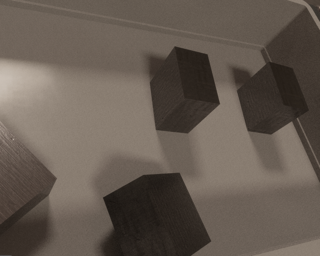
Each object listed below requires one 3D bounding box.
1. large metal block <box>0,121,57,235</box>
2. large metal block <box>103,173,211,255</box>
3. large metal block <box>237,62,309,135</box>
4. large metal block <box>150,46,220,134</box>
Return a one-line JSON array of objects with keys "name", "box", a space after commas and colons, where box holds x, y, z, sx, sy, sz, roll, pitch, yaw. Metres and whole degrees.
[{"name": "large metal block", "box": [-0.155, 0.050, 0.276, 0.080, 0.050, 0.080, 45, 51, 2]}, {"name": "large metal block", "box": [0.000, 0.093, 0.311, 0.080, 0.050, 0.080, 13, 49, -62]}, {"name": "large metal block", "box": [0.176, -0.045, 0.496, 0.050, 0.080, 0.080, 8, 58, -25]}, {"name": "large metal block", "box": [0.029, -0.048, 0.417, 0.050, 0.080, 0.080, 7, 59, -25]}]
